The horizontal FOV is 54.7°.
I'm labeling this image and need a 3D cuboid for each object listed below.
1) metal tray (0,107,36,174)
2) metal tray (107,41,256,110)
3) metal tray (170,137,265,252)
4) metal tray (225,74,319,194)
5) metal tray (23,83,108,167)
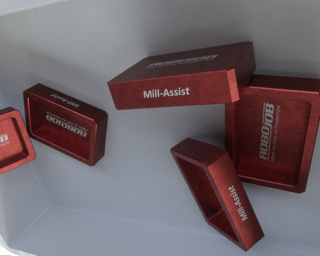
[{"bbox_3d":[-0.269,0.031,0.470,0.030,0.131,0.089,17,125,47],"label":"metal tray"},{"bbox_3d":[0.024,-0.054,0.320,0.130,0.090,0.030,-1,118,29],"label":"metal tray"},{"bbox_3d":[0.069,0.079,0.387,0.130,0.030,0.090,63,162,-17],"label":"metal tray"},{"bbox_3d":[0.119,0.008,0.339,0.090,0.030,0.129,9,127,23],"label":"metal tray"},{"bbox_3d":[-0.147,-0.005,0.479,0.130,0.030,0.089,23,127,14],"label":"metal tray"}]
